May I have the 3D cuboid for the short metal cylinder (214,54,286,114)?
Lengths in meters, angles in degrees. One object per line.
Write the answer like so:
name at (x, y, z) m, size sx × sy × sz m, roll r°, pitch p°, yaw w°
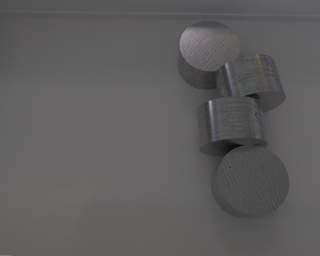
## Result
short metal cylinder at (0.114, -0.051, 0.400) m, size 0.081 × 0.080 × 0.050 m, roll -8°, pitch 70°, yaw -3°

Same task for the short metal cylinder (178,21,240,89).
short metal cylinder at (0.066, -0.101, 0.433) m, size 0.080 × 0.050 × 0.080 m, roll 0°, pitch 70°, yaw 0°

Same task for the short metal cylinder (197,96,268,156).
short metal cylinder at (0.087, 0.000, 0.381) m, size 0.081 × 0.080 × 0.050 m, roll -2°, pitch 70°, yaw -1°

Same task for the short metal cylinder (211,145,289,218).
short metal cylinder at (0.105, 0.066, 0.373) m, size 0.081 × 0.050 × 0.080 m, roll 0°, pitch 70°, yaw 0°
